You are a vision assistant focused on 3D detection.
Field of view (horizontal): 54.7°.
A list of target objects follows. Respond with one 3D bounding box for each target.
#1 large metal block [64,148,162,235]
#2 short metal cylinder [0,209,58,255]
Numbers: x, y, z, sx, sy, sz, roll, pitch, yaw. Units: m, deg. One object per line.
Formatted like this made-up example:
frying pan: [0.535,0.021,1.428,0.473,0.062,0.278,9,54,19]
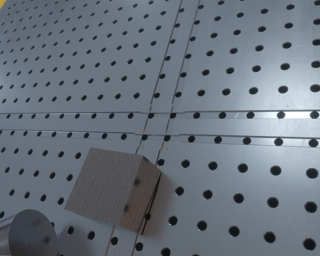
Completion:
large metal block: [-0.055,0.075,0.376,0.080,0.050,0.080,5,64,30]
short metal cylinder: [-0.170,0.145,0.373,0.050,0.080,0.080,-25,53,13]
